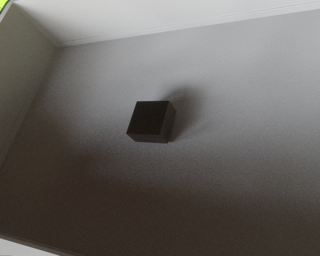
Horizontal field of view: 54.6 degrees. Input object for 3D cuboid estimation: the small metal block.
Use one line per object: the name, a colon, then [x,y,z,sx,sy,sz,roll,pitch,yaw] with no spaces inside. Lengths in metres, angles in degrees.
small metal block: [-0.011,-0.008,0.413,0.050,0.025,0.050,2,63,29]
